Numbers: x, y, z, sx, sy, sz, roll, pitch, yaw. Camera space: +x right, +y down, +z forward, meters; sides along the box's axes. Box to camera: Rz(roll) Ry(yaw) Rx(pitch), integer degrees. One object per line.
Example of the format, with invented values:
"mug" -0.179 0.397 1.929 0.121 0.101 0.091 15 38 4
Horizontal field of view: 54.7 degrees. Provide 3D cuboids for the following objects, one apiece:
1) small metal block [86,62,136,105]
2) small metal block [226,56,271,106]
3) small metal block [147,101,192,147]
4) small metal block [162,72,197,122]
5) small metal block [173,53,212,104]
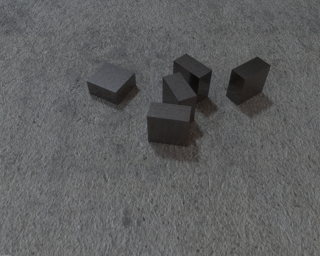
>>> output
"small metal block" -0.071 -0.067 0.459 0.050 0.025 0.050 23 54 18
"small metal block" 0.126 -0.067 0.444 0.050 0.050 0.025 -29 56 -22
"small metal block" 0.011 -0.004 0.390 0.050 0.050 0.025 7 51 6
"small metal block" 0.025 -0.038 0.419 0.025 0.050 0.050 -19 53 -15
"small metal block" 0.045 -0.071 0.446 0.025 0.050 0.050 -35 58 -25
